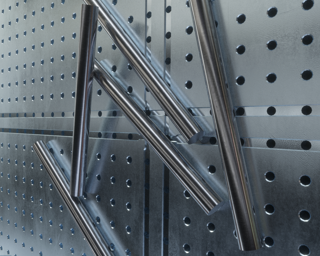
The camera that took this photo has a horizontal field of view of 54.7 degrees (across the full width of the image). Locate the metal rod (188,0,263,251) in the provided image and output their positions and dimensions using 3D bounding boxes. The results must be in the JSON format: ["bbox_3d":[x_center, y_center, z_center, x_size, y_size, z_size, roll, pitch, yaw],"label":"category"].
[{"bbox_3d":[0.071,-0.019,0.349,0.025,0.025,0.298,-17,80,38],"label":"metal rod"}]

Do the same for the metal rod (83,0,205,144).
[{"bbox_3d":[-0.035,-0.099,0.435,0.025,0.025,0.299,-50,61,28],"label":"metal rod"}]

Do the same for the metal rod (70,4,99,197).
[{"bbox_3d":[-0.120,-0.032,0.480,0.025,0.025,0.298,21,111,37],"label":"metal rod"}]

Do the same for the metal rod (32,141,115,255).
[{"bbox_3d":[-0.146,0.131,0.526,0.300,0.025,0.025,48,118,29],"label":"metal rod"}]

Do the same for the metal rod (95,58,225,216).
[{"bbox_3d":[-0.023,-0.006,0.426,0.300,0.025,0.025,48,118,29],"label":"metal rod"}]
